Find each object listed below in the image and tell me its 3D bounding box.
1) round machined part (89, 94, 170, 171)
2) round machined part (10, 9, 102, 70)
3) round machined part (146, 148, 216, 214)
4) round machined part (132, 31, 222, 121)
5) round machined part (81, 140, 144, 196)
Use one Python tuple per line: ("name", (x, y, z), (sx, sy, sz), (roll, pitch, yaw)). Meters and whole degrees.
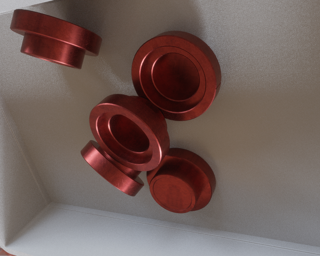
("round machined part", (-0.031, 0.001, 0.365), (0.098, 0.042, 0.097), (21, 137, 21))
("round machined part", (-0.121, -0.097, 0.359), (0.098, 0.098, 0.042), (17, 95, 18))
("round machined part", (0.025, 0.080, 0.433), (0.098, 0.042, 0.097), (13, 124, 20))
("round machined part", (0.021, -0.060, 0.348), (0.098, 0.042, 0.097), (13, 124, 20))
("round machined part", (-0.059, 0.047, 0.434), (0.098, 0.098, 0.042), (40, 87, 0))
